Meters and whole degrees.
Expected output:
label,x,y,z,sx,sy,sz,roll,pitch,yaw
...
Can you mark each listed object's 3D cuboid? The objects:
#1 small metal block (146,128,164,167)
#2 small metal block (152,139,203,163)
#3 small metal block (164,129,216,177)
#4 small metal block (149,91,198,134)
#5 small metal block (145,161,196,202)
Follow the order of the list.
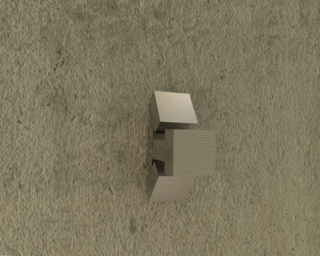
label,x,y,z,sx,sy,sz,roll,pitch,yaw
small metal block,0.010,0.026,0.416,0.050,0.025,0.050,3,89,-21
small metal block,0.023,0.027,0.379,0.050,0.050,0.025,3,89,-20
small metal block,0.033,0.027,0.344,0.050,0.025,0.050,1,90,-21
small metal block,0.016,-0.020,0.405,0.050,0.025,0.050,3,53,-20
small metal block,0.013,0.069,0.403,0.050,0.025,0.050,2,130,-20
